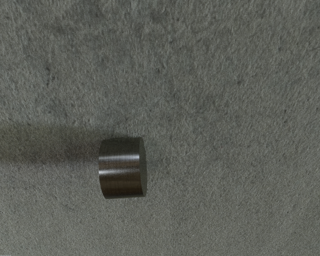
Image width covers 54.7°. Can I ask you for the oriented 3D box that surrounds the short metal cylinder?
[{"bbox_3d":[-0.047,0.054,0.416,0.050,0.080,0.080,-4,130,3],"label":"short metal cylinder"}]
